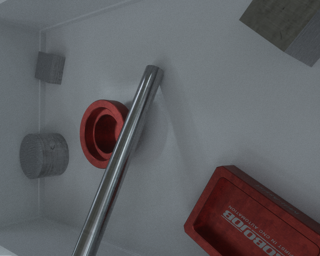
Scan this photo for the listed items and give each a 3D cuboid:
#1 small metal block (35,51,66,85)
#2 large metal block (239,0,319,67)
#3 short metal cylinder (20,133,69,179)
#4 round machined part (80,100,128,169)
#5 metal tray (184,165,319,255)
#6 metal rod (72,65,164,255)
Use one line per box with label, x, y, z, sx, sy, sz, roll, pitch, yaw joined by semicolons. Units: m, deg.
small metal block;-0.203;-0.111;0.571;0.050;0.025;0.050;22;104;37
large metal block;0.128;-0.105;0.265;0.050;0.081;0.080;49;119;28
short metal cylinder;-0.210;0.049;0.560;0.080;0.050;0.079;0;90;39
round machined part;-0.070;0.009;0.451;0.098;0.042;0.097;0;90;39
metal tray;0.096;0.109;0.317;0.130;0.030;0.089;36;107;34
metal rod;-0.055;0.058;0.369;0.025;0.025;0.299;5;67;39
